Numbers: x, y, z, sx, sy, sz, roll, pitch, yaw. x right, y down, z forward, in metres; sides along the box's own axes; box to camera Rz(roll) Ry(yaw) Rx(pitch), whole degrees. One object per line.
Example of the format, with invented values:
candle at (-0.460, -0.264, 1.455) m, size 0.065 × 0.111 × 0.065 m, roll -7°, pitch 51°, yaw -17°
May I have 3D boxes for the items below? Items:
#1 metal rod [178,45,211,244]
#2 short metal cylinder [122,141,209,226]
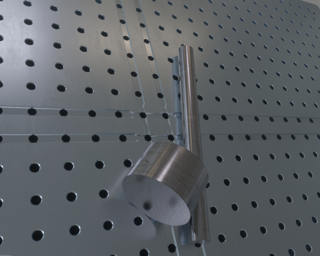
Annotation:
metal rod at (0.043, 0.002, 0.429) m, size 0.025 × 0.025 × 0.299 m, roll 13°, pitch 56°, yaw -21°
short metal cylinder at (0.006, 0.061, 0.339) m, size 0.080 × 0.080 × 0.050 m, roll 38°, pitch 51°, yaw -3°
